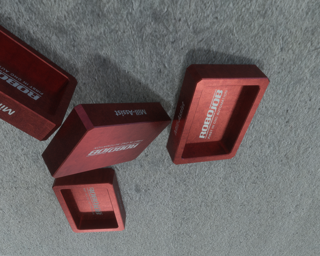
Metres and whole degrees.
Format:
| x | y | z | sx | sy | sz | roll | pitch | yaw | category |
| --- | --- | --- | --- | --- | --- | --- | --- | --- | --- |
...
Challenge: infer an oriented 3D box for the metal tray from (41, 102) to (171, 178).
| x | y | z | sx | sy | sz | roll | pitch | yaw | category |
| --- | --- | --- | --- | --- | --- | --- | --- | --- | --- |
| -0.057 | 0.011 | 0.362 | 0.131 | 0.030 | 0.090 | -7 | 147 | -51 | metal tray |

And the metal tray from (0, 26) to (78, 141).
| x | y | z | sx | sy | sz | roll | pitch | yaw | category |
| --- | --- | --- | --- | --- | --- | --- | --- | --- | --- |
| -0.155 | -0.055 | 0.315 | 0.130 | 0.090 | 0.030 | 36 | 121 | -27 | metal tray |

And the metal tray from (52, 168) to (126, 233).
| x | y | z | sx | sy | sz | roll | pitch | yaw | category |
| --- | --- | --- | --- | --- | --- | --- | --- | --- | --- |
| -0.110 | 0.122 | 0.505 | 0.091 | 0.030 | 0.129 | -4 | 130 | 3 | metal tray |

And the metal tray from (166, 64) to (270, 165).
| x | y | z | sx | sy | sz | roll | pitch | yaw | category |
| --- | --- | --- | --- | --- | --- | --- | --- | --- | --- |
| 0.065 | -0.013 | 0.376 | 0.091 | 0.030 | 0.129 | -4 | 132 | -19 | metal tray |
